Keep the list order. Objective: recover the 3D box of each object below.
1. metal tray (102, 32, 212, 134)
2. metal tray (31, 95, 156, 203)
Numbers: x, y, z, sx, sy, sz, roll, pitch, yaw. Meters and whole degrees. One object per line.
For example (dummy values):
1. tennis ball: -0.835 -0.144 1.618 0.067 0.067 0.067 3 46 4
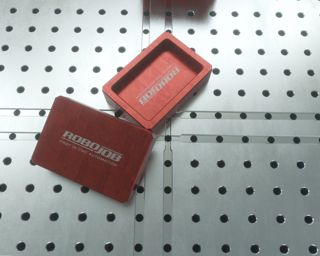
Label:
1. metal tray: -0.003 -0.063 0.432 0.090 0.030 0.130 41 75 13
2. metal tray: -0.081 0.025 0.383 0.131 0.030 0.090 22 92 7
